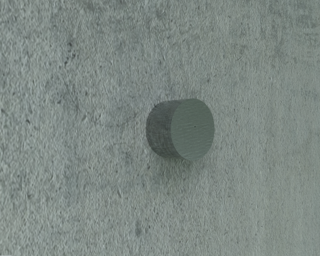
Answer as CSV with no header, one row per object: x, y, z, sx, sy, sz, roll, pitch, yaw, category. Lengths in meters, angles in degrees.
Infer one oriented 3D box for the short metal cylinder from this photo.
0.028,0.002,0.415,0.081,0.050,0.079,0,90,-40,short metal cylinder
